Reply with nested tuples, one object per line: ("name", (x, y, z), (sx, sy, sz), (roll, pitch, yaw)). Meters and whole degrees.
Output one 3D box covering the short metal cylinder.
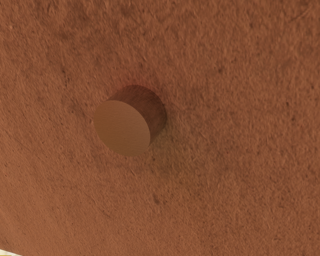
("short metal cylinder", (-0.038, -0.010, 0.403), (0.080, 0.050, 0.079), (13, 124, 20))
